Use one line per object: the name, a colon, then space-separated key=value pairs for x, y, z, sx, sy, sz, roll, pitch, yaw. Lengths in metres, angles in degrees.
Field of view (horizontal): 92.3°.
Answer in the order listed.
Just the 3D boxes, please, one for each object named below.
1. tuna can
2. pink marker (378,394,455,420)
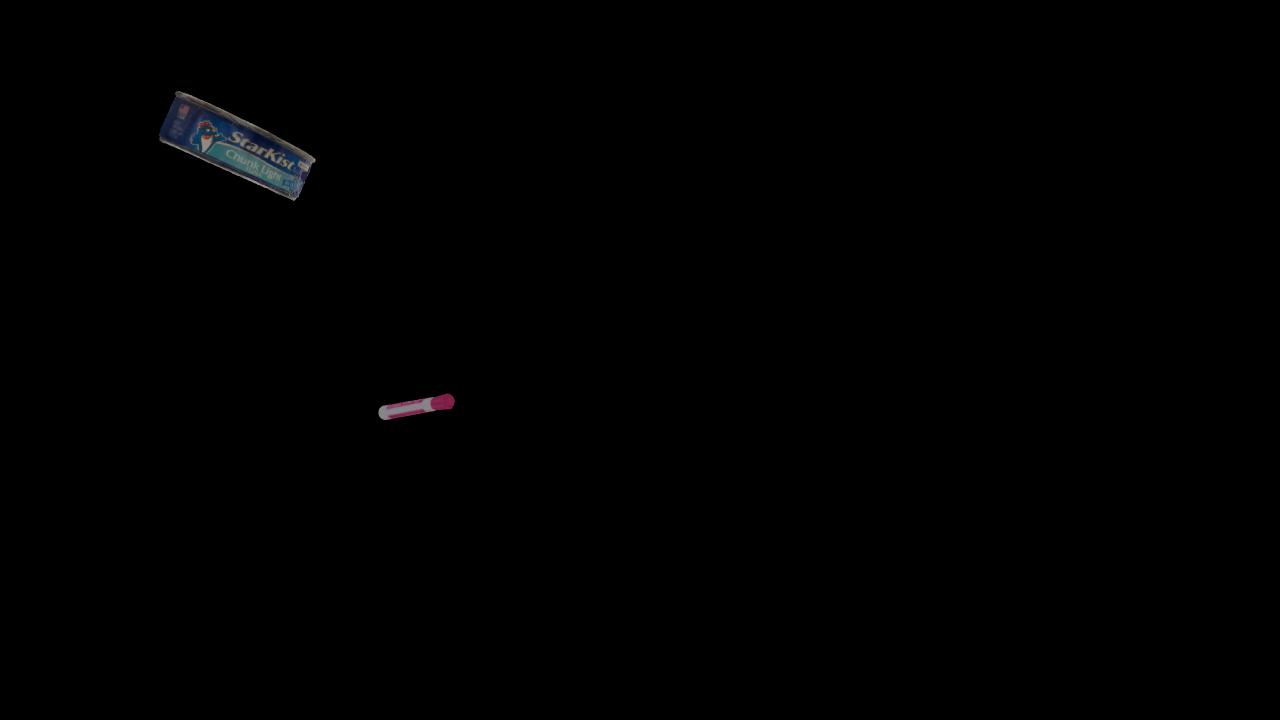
tuna can: x=-0.268 y=-0.141 z=0.412 sx=0.084 sy=0.034 sz=0.084 roll=24 pitch=0 yaw=0
pink marker: x=-0.274 y=0.058 z=0.755 sx=0.121 sy=0.020 sz=0.020 roll=-10 pitch=-5 yaw=29
